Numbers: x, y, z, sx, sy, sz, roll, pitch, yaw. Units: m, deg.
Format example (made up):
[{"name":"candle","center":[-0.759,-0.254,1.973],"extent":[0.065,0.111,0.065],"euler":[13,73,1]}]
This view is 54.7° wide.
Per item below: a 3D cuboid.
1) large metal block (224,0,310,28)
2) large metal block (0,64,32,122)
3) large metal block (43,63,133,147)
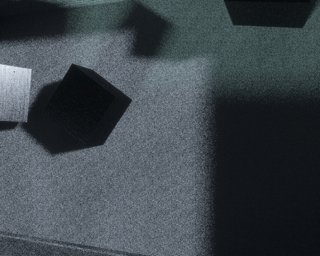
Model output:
[{"name":"large metal block","center":[0.120,-0.148,0.339],"extent":[0.080,0.080,0.050],"euler":[9,93,20]},{"name":"large metal block","center":[-0.242,-0.053,0.459],"extent":[0.050,0.081,0.079],"euler":[9,94,54]},{"name":"large metal block","center":[-0.100,-0.031,0.433],"extent":[0.080,0.050,0.080],"euler":[38,102,16]}]
